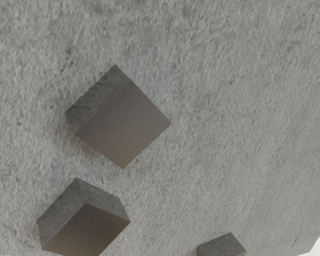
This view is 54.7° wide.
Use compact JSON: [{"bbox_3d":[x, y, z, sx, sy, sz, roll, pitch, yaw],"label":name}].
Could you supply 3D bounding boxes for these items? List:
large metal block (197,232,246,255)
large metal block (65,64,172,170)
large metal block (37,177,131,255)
[{"bbox_3d":[0.121,0.269,0.626,0.081,0.050,0.079,-13,124,-22],"label":"large metal block"},{"bbox_3d":[-0.047,-0.012,0.359,0.080,0.050,0.080,-43,130,1],"label":"large metal block"},{"bbox_3d":[-0.101,0.125,0.414,0.080,0.050,0.080,-47,130,5],"label":"large metal block"}]
